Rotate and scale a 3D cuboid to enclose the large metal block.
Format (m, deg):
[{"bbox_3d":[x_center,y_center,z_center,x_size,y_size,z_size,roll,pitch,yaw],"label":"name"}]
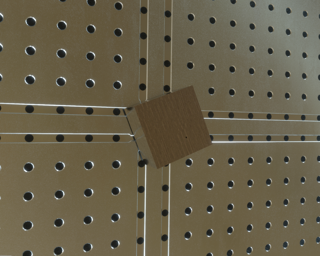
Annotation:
[{"bbox_3d":[0.010,-0.002,0.401,0.081,0.050,0.080,-22,98,-19],"label":"large metal block"}]
